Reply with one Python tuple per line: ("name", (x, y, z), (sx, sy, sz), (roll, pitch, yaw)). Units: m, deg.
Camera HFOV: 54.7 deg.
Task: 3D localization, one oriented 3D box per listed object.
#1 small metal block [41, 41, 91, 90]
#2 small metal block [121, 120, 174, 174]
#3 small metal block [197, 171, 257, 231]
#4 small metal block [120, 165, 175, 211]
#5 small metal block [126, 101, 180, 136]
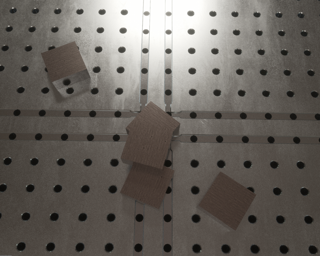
("small metal block", (-0.134, -0.089, 0.443), (0.050, 0.025, 0.050), (-23, 72, -9))
("small metal block", (-0.015, 0.023, 0.377), (0.050, 0.025, 0.050), (15, 71, 5))
("small metal block", (0.081, 0.090, 0.380), (0.050, 0.025, 0.050), (33, 73, 11))
("small metal block", (-0.015, 0.069, 0.386), (0.050, 0.025, 0.050), (22, 71, 7))
("small metal block", (-0.009, 0.001, 0.411), (0.050, 0.025, 0.050), (38, 74, 12))
